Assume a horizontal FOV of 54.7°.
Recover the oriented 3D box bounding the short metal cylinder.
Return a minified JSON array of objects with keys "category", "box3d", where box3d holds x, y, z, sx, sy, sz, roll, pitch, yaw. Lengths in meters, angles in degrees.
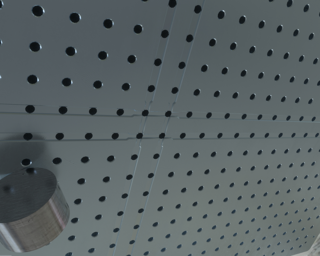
[{"category":"short metal cylinder","box3d":[-0.150,0.090,0.351,0.081,0.080,0.050,-20,127,-17]}]
